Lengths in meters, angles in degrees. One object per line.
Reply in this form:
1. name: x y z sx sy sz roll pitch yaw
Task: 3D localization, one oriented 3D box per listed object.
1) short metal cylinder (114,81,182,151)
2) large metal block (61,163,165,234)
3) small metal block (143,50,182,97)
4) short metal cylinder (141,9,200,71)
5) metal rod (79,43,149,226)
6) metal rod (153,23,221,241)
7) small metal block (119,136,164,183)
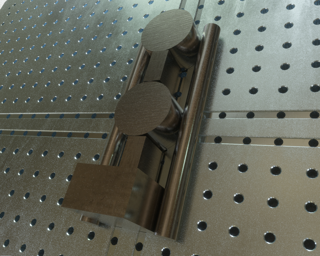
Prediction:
1. short metal cylinder: -0.012 -0.014 0.407 0.080 0.050 0.080 -13 56 21
2. large metal block: -0.046 0.080 0.348 0.080 0.080 0.050 1 62 28
3. small metal block: 0.005 -0.072 0.432 0.025 0.050 0.050 1 62 29
4. short metal cylinder: 0.019 -0.129 0.461 0.080 0.050 0.080 -13 56 21
5. metal rod: -0.052 -0.014 0.443 0.025 0.025 0.300 1 62 29
6. metal rod: 0.041 -0.014 0.394 0.025 0.025 0.300 1 62 29
7. small metal block: -0.022 0.043 0.377 0.025 0.050 0.050 0 62 28
